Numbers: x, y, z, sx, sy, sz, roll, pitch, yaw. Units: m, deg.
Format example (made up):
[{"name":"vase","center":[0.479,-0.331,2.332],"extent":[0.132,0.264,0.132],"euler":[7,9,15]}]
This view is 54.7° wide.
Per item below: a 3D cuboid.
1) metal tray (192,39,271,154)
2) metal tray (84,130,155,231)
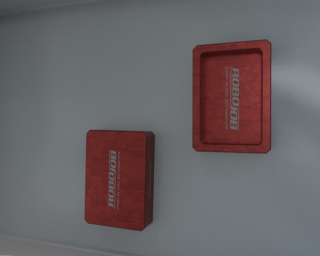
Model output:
[{"name":"metal tray","center":[0.087,-0.036,0.376],"extent":[0.090,0.030,0.129],"euler":[0,90,19]},{"name":"metal tray","center":[-0.056,0.068,0.426],"extent":[0.090,0.030,0.129],"euler":[2,91,19]}]
